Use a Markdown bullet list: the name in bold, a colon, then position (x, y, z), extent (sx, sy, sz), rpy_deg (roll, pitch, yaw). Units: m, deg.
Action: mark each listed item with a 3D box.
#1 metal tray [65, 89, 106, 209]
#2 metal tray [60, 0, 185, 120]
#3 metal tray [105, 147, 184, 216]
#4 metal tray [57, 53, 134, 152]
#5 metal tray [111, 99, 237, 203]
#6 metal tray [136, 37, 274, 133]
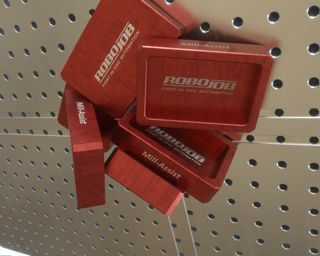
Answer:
- **metal tray**: position (-0.092, 0.019, 0.375), extent (0.030, 0.130, 0.089), rpy_deg (-6, 125, -17)
- **metal tray**: position (-0.045, -0.085, 0.356), extent (0.090, 0.030, 0.129), rpy_deg (38, 115, -2)
- **metal tray**: position (-0.013, 0.061, 0.394), extent (0.090, 0.130, 0.030), rpy_deg (33, 90, 6)
- **metal tray**: position (-0.088, -0.036, 0.433), extent (0.090, 0.030, 0.129), rpy_deg (33, 129, 5)
- **metal tray**: position (0.020, 0.018, 0.369), extent (0.130, 0.090, 0.030), rpy_deg (33, 128, 6)
- **metal tray**: position (0.042, -0.044, 0.328), extent (0.131, 0.030, 0.089), rpy_deg (4, 123, 0)
